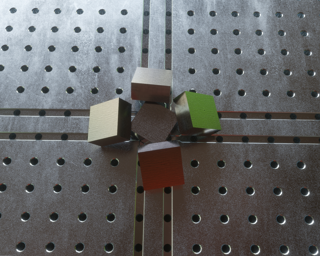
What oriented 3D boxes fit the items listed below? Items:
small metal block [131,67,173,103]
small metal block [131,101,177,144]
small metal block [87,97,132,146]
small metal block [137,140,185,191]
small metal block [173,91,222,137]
[{"bbox_3d":[-0.010,-0.059,0.420,0.050,0.025,0.050,6,34,2],"label":"small metal block"},{"bbox_3d":[-0.008,-0.004,0.412,0.050,0.025,0.050,30,72,10],"label":"small metal block"},{"bbox_3d":[-0.065,-0.007,0.401,0.050,0.025,0.050,-13,66,32],"label":"small metal block"},{"bbox_3d":[0.001,0.045,0.382,0.050,0.025,0.050,-8,106,-4],"label":"small metal block"},{"bbox_3d":[0.049,-0.018,0.406,0.050,0.025,0.050,5,65,-36],"label":"small metal block"}]
